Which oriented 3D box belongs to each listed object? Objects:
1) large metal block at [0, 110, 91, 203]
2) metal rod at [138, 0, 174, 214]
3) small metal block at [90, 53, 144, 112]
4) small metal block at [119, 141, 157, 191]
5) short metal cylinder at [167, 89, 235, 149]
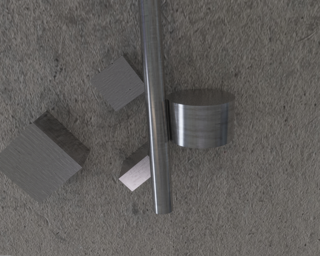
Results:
[{"bbox_3d":[-0.154,0.037,0.409,0.080,0.050,0.080,-40,106,13],"label":"large metal block"},{"bbox_3d":[-0.006,-0.046,0.361,0.025,0.025,0.298,-4,98,1],"label":"metal rod"},{"bbox_3d":[-0.050,-0.057,0.388,0.050,0.025,0.050,-35,107,11],"label":"small metal block"},{"bbox_3d":[-0.026,0.049,0.414,0.050,0.050,0.025,-40,106,13],"label":"small metal block"},{"bbox_3d":[0.049,-0.014,0.376,0.080,0.080,0.050,-2,110,0],"label":"short metal cylinder"}]
